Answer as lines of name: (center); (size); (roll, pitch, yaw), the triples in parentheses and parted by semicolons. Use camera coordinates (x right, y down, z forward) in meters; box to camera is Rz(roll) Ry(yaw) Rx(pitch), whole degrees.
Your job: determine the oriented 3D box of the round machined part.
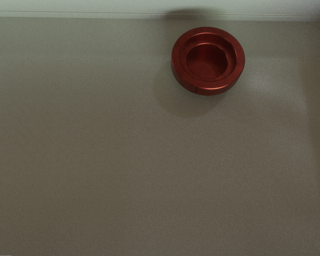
round machined part: (0.065, -0.089, 0.434); (0.099, 0.042, 0.098); (0, 70, -1)
